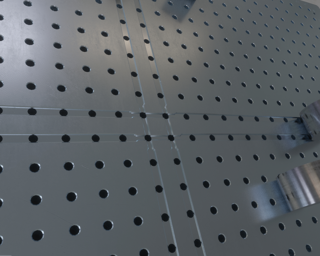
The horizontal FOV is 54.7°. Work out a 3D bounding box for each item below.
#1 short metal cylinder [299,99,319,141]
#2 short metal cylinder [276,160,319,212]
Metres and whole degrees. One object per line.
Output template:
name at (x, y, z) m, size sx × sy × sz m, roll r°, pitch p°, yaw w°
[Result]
short metal cylinder at (0.295, -0.017, 0.542) m, size 0.081 × 0.080 × 0.050 m, roll -2°, pitch 63°, yaw -29°
short metal cylinder at (0.214, 0.081, 0.438) m, size 0.081 × 0.080 × 0.050 m, roll -3°, pitch 64°, yaw -30°
